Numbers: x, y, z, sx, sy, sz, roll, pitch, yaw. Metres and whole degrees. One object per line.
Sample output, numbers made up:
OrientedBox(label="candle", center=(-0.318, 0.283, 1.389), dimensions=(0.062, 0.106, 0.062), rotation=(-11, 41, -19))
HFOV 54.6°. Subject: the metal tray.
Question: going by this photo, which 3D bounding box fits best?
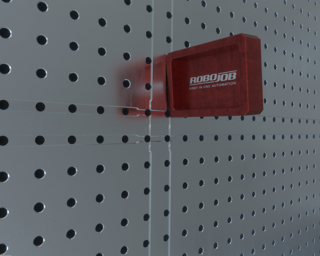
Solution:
OrientedBox(label="metal tray", center=(0.063, -0.060, 0.393), dimensions=(0.030, 0.130, 0.090), rotation=(-6, 94, -40))
